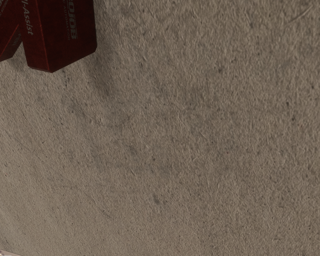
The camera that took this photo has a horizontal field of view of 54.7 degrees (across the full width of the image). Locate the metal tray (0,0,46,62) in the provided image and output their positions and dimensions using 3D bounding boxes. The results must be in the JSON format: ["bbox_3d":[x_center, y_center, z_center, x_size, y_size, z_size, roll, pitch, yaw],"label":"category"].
[{"bbox_3d":[-0.220,-0.161,0.417,0.130,0.030,0.090,-35,100,38],"label":"metal tray"}]

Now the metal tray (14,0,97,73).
[{"bbox_3d":[-0.112,-0.136,0.337,0.030,0.090,0.129,14,124,20],"label":"metal tray"}]
